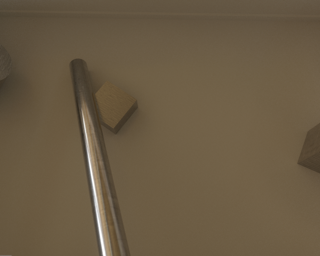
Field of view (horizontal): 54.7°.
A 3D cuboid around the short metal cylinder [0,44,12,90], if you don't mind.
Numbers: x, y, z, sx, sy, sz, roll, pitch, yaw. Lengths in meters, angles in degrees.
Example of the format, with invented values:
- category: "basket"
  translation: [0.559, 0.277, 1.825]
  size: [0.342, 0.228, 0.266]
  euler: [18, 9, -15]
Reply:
- category: "short metal cylinder"
  translation: [-0.242, -0.078, 0.400]
  size: [0.080, 0.050, 0.080]
  euler: [27, 44, -30]

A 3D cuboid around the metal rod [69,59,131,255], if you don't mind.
- category: "metal rod"
  translation: [-0.074, 0.015, 0.343]
  size: [0.025, 0.025, 0.300]
  euler: [-17, 48, -6]

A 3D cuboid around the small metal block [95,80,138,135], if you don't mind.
- category: "small metal block"
  translation: [-0.066, -0.028, 0.419]
  size: [0.050, 0.025, 0.050]
  euler: [34, 73, 11]

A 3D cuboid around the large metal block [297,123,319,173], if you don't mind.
- category: "large metal block"
  translation: [0.228, 0.029, 0.373]
  size: [0.080, 0.080, 0.050]
  euler: [24, 72, 8]
